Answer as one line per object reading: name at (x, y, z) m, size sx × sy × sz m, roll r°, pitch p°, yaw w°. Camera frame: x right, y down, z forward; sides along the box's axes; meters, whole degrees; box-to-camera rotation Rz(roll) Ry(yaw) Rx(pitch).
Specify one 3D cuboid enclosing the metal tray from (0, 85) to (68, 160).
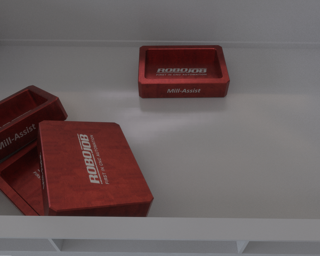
metal tray at (-0.193, -0.002, 0.382) m, size 0.131 × 0.030 × 0.090 m, roll -37°, pitch 38°, yaw -27°

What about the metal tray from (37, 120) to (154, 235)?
metal tray at (-0.071, 0.041, 0.313) m, size 0.091 × 0.030 × 0.130 m, roll 1°, pitch 34°, yaw -27°

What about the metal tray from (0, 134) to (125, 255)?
metal tray at (-0.112, 0.065, 0.345) m, size 0.130 × 0.030 × 0.090 m, roll 33°, pitch 57°, yaw 24°

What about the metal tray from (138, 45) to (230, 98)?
metal tray at (0.034, -0.088, 0.475) m, size 0.131 × 0.030 × 0.090 m, roll -1°, pitch 50°, yaw -1°
